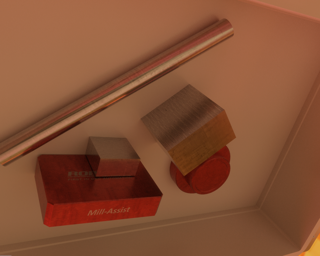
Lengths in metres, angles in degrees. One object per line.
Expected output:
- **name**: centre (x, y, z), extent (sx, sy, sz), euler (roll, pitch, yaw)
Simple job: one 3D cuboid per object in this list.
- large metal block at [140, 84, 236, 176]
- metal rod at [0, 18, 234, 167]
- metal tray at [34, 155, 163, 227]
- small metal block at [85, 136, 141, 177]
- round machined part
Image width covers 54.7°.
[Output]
- **large metal block**: centre (0.034, 0.000, 0.393), extent (0.080, 0.080, 0.050), euler (-36, 129, -5)
- **metal rod**: centre (-0.045, -0.046, 0.356), extent (0.301, 0.025, 0.025), euler (-31, 129, -9)
- **metal tray**: centre (-0.074, 0.068, 0.369), extent (0.131, 0.090, 0.030), euler (3, 117, -30)
- **small metal block**: centre (-0.059, 0.035, 0.383), extent (0.050, 0.050, 0.025), euler (4, 117, -31)
- **round machined part**: centre (0.068, 0.063, 0.476), extent (0.099, 0.042, 0.097), euler (-14, 125, -21)
